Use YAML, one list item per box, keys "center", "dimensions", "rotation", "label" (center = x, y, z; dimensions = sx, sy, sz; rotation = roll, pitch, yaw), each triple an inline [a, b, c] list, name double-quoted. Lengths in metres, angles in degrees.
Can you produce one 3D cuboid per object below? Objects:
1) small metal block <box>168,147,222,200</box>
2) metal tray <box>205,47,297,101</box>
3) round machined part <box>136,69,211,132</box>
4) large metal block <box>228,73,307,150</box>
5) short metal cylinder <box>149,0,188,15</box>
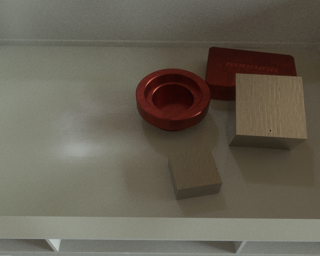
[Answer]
- center: [0.039, 0.052, 0.362]
  dimensions: [0.050, 0.025, 0.050]
  rotation: [-8, 51, -7]
  label: "small metal block"
- center: [0.135, -0.079, 0.470]
  dimensions: [0.131, 0.030, 0.090]
  rotation: [8, 50, 6]
  label: "metal tray"
- center: [0.018, -0.034, 0.423]
  dimensions: [0.099, 0.042, 0.098]
  rotation: [0, 50, 0]
  label: "round machined part"
- center: [0.131, -0.020, 0.391]
  dimensions: [0.080, 0.050, 0.080]
  rotation: [4, 71, 2]
  label: "large metal block"
- center: [0.018, -0.271, 0.619]
  dimensions: [0.081, 0.050, 0.080]
  rotation: [0, 50, 0]
  label: "short metal cylinder"
